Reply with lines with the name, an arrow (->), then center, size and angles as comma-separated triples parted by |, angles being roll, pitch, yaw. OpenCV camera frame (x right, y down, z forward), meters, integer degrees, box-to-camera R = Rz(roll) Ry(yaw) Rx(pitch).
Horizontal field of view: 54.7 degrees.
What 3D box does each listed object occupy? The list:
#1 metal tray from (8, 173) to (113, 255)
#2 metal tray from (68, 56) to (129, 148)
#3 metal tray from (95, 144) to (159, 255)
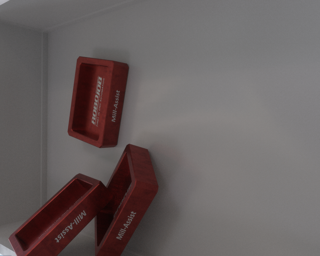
metal tray -> -0.136, 0.123, 0.424 | 0.090, 0.131, 0.030 | 1, 130, 56
metal tray -> -0.099, -0.042, 0.485 | 0.090, 0.030, 0.129 | 16, 100, 38
metal tray -> -0.050, 0.098, 0.416 | 0.129, 0.030, 0.090 | -62, 23, 21
